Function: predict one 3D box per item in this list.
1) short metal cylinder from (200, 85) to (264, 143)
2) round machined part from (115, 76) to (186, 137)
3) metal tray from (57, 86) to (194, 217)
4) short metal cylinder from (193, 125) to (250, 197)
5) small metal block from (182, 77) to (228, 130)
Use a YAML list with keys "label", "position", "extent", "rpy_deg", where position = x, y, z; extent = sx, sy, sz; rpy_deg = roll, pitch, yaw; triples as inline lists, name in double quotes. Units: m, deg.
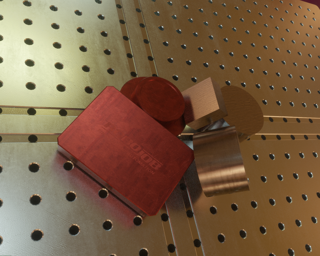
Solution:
- label: "short metal cylinder"
  position: [0.102, -0.015, 0.452]
  extent: [0.081, 0.050, 0.080]
  rpy_deg: [14, 56, -21]
- label: "round machined part"
  position: [-0.007, -0.028, 0.406]
  extent: [0.099, 0.042, 0.098]
  rpy_deg: [14, 56, -21]
- label: "metal tray"
  position: [-0.036, 0.026, 0.350]
  extent: [0.130, 0.030, 0.090]
  rpy_deg: [39, 66, -3]
- label: "short metal cylinder"
  position: [0.075, 0.040, 0.376]
  extent: [0.050, 0.080, 0.080]
  rpy_deg: [-13, 60, 14]
- label: "small metal block"
  position: [0.057, -0.032, 0.414]
  extent: [0.025, 0.050, 0.050]
  rpy_deg: [27, 45, -48]
